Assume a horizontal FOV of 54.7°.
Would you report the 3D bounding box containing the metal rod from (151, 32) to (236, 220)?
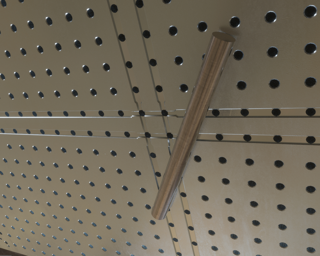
[{"bbox_3d":[0.032,0.021,0.406,0.025,0.025,0.298,25,127,12],"label":"metal rod"}]
